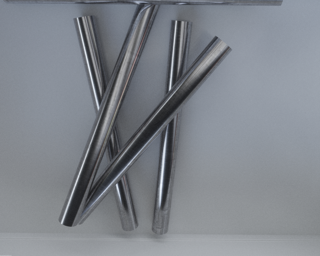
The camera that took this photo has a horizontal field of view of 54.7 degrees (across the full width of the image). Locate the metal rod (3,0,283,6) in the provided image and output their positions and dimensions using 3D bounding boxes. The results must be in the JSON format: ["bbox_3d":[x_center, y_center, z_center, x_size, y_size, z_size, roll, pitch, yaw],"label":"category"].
[{"bbox_3d":[-0.026,-0.146,0.332,0.301,0.025,0.025,4,110,8],"label":"metal rod"}]

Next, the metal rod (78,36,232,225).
[{"bbox_3d":[-0.022,0.014,0.388,0.025,0.025,0.299,37,106,-13],"label":"metal rod"}]

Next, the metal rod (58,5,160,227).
[{"bbox_3d":[-0.063,-0.016,0.378,0.025,0.025,0.298,21,99,-8],"label":"metal rod"}]

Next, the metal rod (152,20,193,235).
[{"bbox_3d":[0.013,0.013,0.416,0.025,0.025,0.298,5,110,-2],"label":"metal rod"}]

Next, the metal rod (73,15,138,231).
[{"bbox_3d":[-0.067,0.008,0.413,0.025,0.025,0.298,-8,110,3],"label":"metal rod"}]
